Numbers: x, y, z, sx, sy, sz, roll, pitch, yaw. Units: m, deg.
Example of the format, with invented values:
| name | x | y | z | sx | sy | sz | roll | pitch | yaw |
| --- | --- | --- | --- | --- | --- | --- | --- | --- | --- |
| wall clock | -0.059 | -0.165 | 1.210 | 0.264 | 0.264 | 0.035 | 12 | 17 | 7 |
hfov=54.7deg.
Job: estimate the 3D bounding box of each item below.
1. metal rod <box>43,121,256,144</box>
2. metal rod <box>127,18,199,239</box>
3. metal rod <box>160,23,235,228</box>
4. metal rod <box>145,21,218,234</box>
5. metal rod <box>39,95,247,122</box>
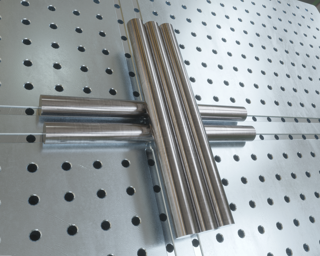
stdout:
| name | x | y | z | sx | sy | sz | roll | pitch | yaw |
| --- | --- | --- | --- | --- | --- | --- | --- | --- | --- |
| metal rod | 0.007 | 0.007 | 0.409 | 0.303 | 0.025 | 0.025 | 1 | 62 | -28 |
| metal rod | -0.004 | -0.019 | 0.387 | 0.025 | 0.025 | 0.299 | 1 | 61 | -28 |
| metal rod | 0.040 | -0.020 | 0.412 | 0.025 | 0.025 | 0.299 | 1 | 61 | -28 |
| metal rod | 0.018 | -0.019 | 0.399 | 0.025 | 0.025 | 0.299 | 1 | 61 | -28 |
| metal rod | -0.003 | -0.024 | 0.423 | 0.303 | 0.025 | 0.025 | 1 | 62 | -28 |
